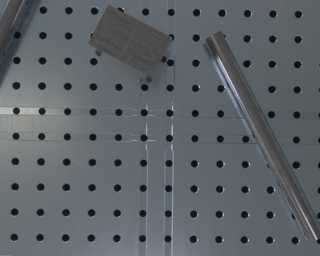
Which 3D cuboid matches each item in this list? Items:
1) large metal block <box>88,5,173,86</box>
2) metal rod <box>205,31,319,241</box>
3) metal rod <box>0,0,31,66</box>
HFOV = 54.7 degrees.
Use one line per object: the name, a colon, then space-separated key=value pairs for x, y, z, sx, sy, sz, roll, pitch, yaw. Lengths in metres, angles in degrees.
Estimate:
large metal block: x=-0.033 y=-0.098 z=0.385 sx=0.080 sy=0.080 sz=0.050 roll=27 pitch=90 yaw=0
metal rod: x=0.139 y=0.011 z=0.414 sx=0.025 sy=0.025 sz=0.299 roll=-27 pitch=90 yaw=0
metal rod: x=-0.182 y=-0.181 z=0.411 sx=0.025 sy=0.025 sz=0.299 roll=25 pitch=90 yaw=0
